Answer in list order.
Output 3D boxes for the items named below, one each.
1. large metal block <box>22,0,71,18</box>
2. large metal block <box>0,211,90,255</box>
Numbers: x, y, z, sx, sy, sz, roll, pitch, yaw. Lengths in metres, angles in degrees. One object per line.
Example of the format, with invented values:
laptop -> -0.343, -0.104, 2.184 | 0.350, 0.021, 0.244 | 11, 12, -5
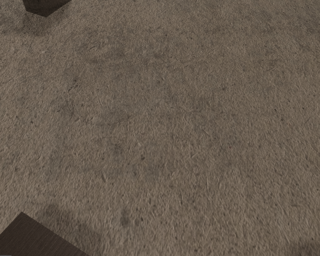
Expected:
large metal block -> -0.222, -0.274, 0.595 | 0.050, 0.080, 0.080 | 22, 53, 17
large metal block -> -0.114, 0.135, 0.272 | 0.080, 0.050, 0.080 | 24, 54, 18
